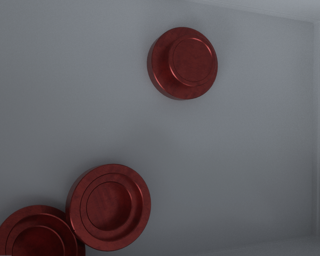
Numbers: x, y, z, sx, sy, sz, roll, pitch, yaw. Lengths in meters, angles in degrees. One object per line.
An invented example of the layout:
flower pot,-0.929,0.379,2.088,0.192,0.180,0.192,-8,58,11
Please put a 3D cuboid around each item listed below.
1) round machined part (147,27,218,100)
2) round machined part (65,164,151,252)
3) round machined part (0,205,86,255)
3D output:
round machined part,0.036,-0.087,0.416,0.099,0.042,0.097,0,90,-21
round machined part,-0.064,0.093,0.372,0.099,0.042,0.097,5,79,-29
round machined part,-0.135,0.137,0.334,0.098,0.042,0.098,32,35,-25
